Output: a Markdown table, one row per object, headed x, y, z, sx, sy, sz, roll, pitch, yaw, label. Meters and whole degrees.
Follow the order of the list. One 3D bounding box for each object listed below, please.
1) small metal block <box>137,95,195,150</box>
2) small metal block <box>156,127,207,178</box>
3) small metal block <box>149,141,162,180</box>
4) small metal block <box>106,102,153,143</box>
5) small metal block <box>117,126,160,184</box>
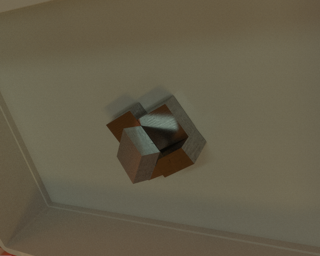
| x | y | z | sx | sy | sz | roll | pitch | yaw | label |
| --- | --- | --- | --- | --- | --- | --- | --- | --- | --- |
| 0.008 | -0.006 | 0.398 | 0.050 | 0.025 | 0.050 | -28 | 104 | 37 | small metal block |
| 0.026 | 0.031 | 0.395 | 0.050 | 0.050 | 0.025 | -32 | 101 | 37 | small metal block |
| -0.008 | 0.040 | 0.434 | 0.050 | 0.025 | 0.050 | -28 | 104 | 37 | small metal block |
| -0.037 | 0.001 | 0.425 | 0.050 | 0.025 | 0.050 | -28 | 104 | 37 | small metal block |
| -0.029 | 0.033 | 0.393 | 0.050 | 0.025 | 0.050 | 52 | 138 | 37 | small metal block |
